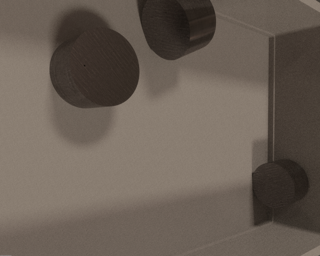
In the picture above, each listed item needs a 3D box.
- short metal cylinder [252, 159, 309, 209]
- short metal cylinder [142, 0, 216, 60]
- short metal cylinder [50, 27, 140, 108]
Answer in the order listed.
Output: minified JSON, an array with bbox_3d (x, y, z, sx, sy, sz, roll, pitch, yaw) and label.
[{"bbox_3d":[0.214,0.099,0.555,0.050,0.080,0.079,-5,94,-40],"label":"short metal cylinder"},{"bbox_3d":[0.023,-0.132,0.392,0.050,0.080,0.080,-32,110,-36],"label":"short metal cylinder"},{"bbox_3d":[-0.070,-0.062,0.333,0.081,0.050,0.079,0,90,-40],"label":"short metal cylinder"}]
